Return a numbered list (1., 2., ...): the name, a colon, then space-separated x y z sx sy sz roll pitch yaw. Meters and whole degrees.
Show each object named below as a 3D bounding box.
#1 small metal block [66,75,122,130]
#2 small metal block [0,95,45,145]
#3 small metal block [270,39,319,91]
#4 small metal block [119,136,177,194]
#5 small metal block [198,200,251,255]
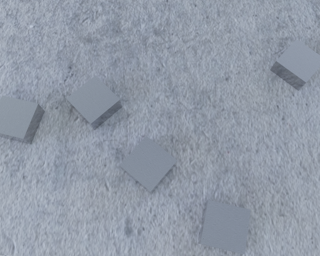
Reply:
1. small metal block: -0.088 -0.034 0.420 0.050 0.025 0.050 -42 76 -14
2. small metal block: -0.190 -0.011 0.410 0.050 0.025 0.050 13 70 4
3. small metal block: 0.197 -0.090 0.444 0.050 0.025 0.050 41 75 13
4. small metal block: -0.014 0.047 0.391 0.050 0.025 0.050 38 74 12
5. small metal block: 0.076 0.117 0.366 0.050 0.025 0.050 13 70 4
